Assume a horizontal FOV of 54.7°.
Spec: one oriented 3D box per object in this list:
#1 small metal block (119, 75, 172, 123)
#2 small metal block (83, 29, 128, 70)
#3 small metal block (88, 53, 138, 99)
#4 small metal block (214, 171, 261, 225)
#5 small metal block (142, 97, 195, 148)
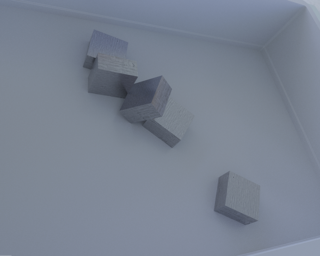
[{"bbox_3d":[-0.018,-0.037,0.400,0.025,0.050,0.050,52,42,-35],"label":"small metal block"},{"bbox_3d":[-0.075,-0.102,0.429,0.050,0.025,0.050,17,55,-19],"label":"small metal block"},{"bbox_3d":[-0.061,-0.065,0.398,0.050,0.050,0.025,7,58,-24],"label":"small metal block"},{"bbox_3d":[0.102,0.092,0.407,0.050,0.025,0.050,27,52,-12],"label":"small metal block"},{"bbox_3d":[0.013,-0.010,0.420,0.050,0.025,0.050,37,51,-4],"label":"small metal block"}]
